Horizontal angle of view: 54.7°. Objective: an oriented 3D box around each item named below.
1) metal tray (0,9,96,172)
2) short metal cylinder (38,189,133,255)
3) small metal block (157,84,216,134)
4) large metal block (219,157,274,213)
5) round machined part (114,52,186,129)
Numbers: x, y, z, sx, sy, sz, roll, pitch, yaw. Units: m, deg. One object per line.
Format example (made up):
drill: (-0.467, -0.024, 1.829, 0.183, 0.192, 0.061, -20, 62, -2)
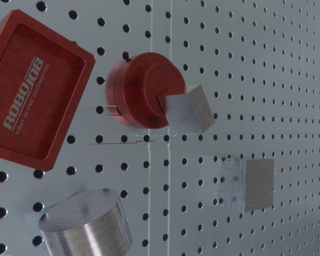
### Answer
metal tray: (-0.127, -0.033, 0.298, 0.090, 0.030, 0.130, 28, 72, -36)
short metal cylinder: (-0.073, 0.103, 0.312, 0.081, 0.080, 0.050, -25, 106, -37)
small metal block: (0.031, -0.022, 0.364, 0.025, 0.050, 0.050, -38, 114, -34)
large metal block: (0.144, 0.090, 0.514, 0.081, 0.050, 0.080, 4, 88, -40)
round machined part: (-0.005, -0.047, 0.393, 0.099, 0.042, 0.097, 0, 90, -40)
